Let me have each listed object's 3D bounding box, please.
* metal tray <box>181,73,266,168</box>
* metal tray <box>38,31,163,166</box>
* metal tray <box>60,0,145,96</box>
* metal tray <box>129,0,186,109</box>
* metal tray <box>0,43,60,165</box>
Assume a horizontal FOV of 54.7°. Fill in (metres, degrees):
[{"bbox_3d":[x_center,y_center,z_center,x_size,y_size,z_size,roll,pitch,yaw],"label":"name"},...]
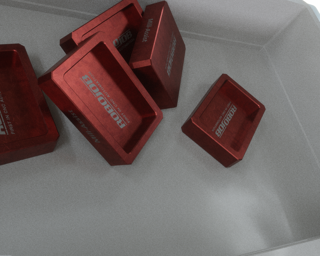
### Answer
[{"bbox_3d":[0.100,-0.015,0.467,0.090,0.030,0.131,40,51,-2],"label":"metal tray"},{"bbox_3d":[-0.059,-0.031,0.352,0.130,0.030,0.090,53,49,-25],"label":"metal tray"},{"bbox_3d":[-0.057,-0.109,0.414,0.090,0.030,0.131,57,48,-22],"label":"metal tray"},{"bbox_3d":[0.002,-0.101,0.432,0.090,0.030,0.130,57,34,-46],"label":"metal tray"},{"bbox_3d":[-0.173,-0.027,0.326,0.091,0.030,0.130,-15,70,-34],"label":"metal tray"}]
